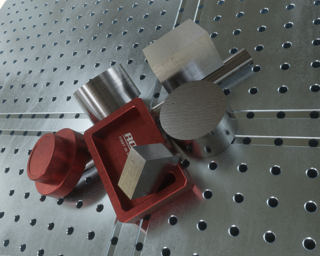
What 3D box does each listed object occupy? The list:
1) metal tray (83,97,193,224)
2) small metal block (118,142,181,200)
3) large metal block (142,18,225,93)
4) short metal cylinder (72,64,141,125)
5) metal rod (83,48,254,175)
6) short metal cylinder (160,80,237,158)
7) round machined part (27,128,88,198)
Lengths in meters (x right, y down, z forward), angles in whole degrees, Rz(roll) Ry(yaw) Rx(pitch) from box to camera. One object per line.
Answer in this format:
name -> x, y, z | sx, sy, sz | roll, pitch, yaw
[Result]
metal tray -> -0.030, 0.038, 0.379 | 0.090, 0.030, 0.130 | -33, 64, 7
small metal block -> -0.011, 0.045, 0.333 | 0.025, 0.050, 0.050 | 40, 120, 37
large metal block -> 0.028, -0.097, 0.422 | 0.080, 0.050, 0.080 | -32, 32, 7
short metal cylinder -> -0.074, -0.046, 0.433 | 0.080, 0.050, 0.080 | -33, 8, 6
metal rod -> -0.010, -0.013, 0.424 | 0.300, 0.025, 0.025 | -33, 52, 7
short metal cylinder -> 0.047, -0.010, 0.373 | 0.080, 0.050, 0.080 | -13, 56, 21
round machined part -> -0.147, 0.045, 0.431 | 0.098, 0.042, 0.098 | -22, 54, 35
